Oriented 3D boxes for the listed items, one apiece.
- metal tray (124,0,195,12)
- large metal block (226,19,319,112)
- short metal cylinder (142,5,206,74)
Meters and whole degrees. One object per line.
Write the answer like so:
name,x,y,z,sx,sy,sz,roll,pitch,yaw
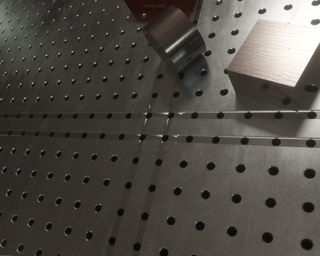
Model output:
metal tray,0.008,-0.251,0.553,0.130,0.030,0.090,14,69,33
large metal block,0.139,-0.076,0.366,0.080,0.050,0.080,24,74,36
short metal cylinder,0.020,-0.124,0.438,0.050,0.080,0.080,-40,51,1
